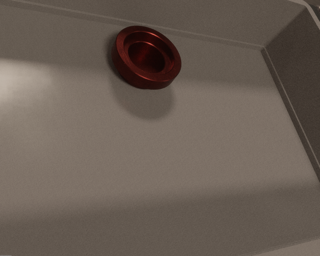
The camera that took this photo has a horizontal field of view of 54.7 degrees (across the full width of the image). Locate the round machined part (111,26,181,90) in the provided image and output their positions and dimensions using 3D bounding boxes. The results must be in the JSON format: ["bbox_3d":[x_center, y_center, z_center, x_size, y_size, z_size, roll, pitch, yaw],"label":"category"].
[{"bbox_3d":[-0.022,-0.095,0.442,0.099,0.042,0.098,14,56,-21],"label":"round machined part"}]
